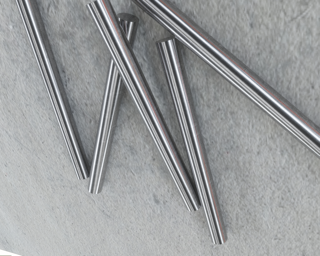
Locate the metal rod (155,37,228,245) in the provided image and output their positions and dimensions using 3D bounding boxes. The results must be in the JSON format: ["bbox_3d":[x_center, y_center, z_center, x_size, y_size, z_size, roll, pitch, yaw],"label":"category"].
[{"bbox_3d":[0.047,0.033,0.401,0.025,0.025,0.298,-3,117,29],"label":"metal rod"}]

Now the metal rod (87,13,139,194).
[{"bbox_3d":[-0.073,-0.011,0.436,0.025,0.025,0.298,27,128,11],"label":"metal rod"}]

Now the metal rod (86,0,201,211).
[{"bbox_3d":[-0.008,-0.010,0.384,0.025,0.025,0.299,-8,121,31],"label":"metal rod"}]

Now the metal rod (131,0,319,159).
[{"bbox_3d":[0.086,-0.053,0.327,0.300,0.025,0.025,40,129,0],"label":"metal rod"}]

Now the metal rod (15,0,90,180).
[{"bbox_3d":[-0.151,-0.051,0.452,0.025,0.025,0.298,4,121,26],"label":"metal rod"}]
